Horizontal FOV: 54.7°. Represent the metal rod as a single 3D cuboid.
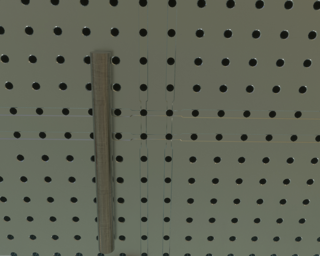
[{"bbox_3d":[-0.078,0.047,0.429,0.025,0.025,0.298,2,110,-1],"label":"metal rod"}]
